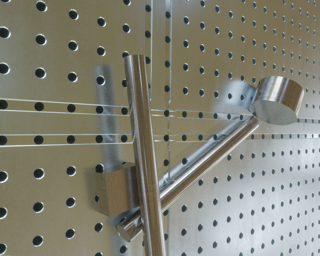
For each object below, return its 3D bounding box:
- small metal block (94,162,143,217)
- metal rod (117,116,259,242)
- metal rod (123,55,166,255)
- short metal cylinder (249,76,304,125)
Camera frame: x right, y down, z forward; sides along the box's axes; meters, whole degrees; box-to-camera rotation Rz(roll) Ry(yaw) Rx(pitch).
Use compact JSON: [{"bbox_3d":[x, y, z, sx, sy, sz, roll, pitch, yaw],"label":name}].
[{"bbox_3d":[-0.047,0.072,0.370,0.050,0.025,0.050,-11,97,-39],"label":"small metal block"},{"bbox_3d":[0.060,0.059,0.459,0.302,0.025,0.025,-33,111,-35],"label":"metal rod"},{"bbox_3d":[-0.014,0.066,0.364,0.025,0.025,0.298,-9,95,-40],"label":"metal rod"},{"bbox_3d":[0.205,-0.047,0.545,0.080,0.080,0.050,39,67,-34],"label":"short metal cylinder"}]
